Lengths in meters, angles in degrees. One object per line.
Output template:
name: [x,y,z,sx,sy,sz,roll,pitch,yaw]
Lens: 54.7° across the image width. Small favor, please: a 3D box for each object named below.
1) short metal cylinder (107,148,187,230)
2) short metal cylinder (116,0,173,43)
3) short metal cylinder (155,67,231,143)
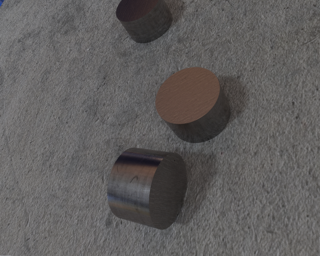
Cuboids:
short metal cylinder: [-0.011,0.063,0.336,0.050,0.080,0.080,5,64,30]
short metal cylinder: [-0.026,-0.189,0.518,0.080,0.050,0.080,-13,56,21]
short metal cylinder: [0.041,-0.028,0.383,0.080,0.050,0.080,-13,56,21]
